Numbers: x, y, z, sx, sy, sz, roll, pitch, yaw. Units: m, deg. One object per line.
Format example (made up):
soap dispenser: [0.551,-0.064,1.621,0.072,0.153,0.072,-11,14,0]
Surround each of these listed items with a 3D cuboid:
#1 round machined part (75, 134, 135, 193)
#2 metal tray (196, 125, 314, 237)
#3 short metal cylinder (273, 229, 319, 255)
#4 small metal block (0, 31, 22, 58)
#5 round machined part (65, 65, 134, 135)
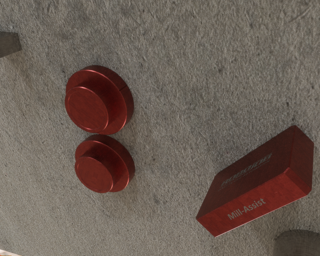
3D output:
round machined part: [-0.092,0.062,0.481,0.098,0.042,0.097,13,124,20]
metal tray: [0.104,0.060,0.346,0.030,0.090,0.129,45,129,-3]
short metal cylinder: [0.188,0.180,0.403,0.080,0.050,0.079,13,124,20]
small metal block: [-0.237,-0.118,0.439,0.050,0.050,0.025,11,123,22]
round machined part: [-0.089,-0.032,0.421,0.098,0.042,0.097,13,124,20]
